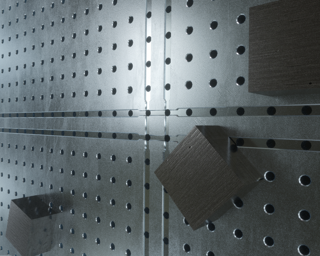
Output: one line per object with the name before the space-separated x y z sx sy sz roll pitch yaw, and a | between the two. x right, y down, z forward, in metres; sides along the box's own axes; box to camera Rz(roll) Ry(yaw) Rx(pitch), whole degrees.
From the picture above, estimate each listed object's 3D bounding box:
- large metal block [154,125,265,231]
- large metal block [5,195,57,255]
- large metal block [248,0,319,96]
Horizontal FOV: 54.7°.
large metal block | 0.053 0.053 0.348 0.080 0.050 0.080 -51 60 27
large metal block | -0.248 0.187 0.594 0.080 0.050 0.079 22 104 37
large metal block | 0.130 -0.073 0.285 0.080 0.050 0.079 1 91 39
